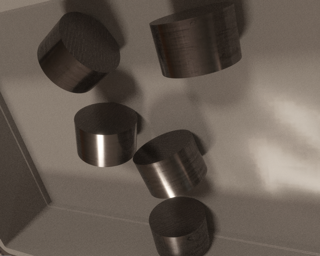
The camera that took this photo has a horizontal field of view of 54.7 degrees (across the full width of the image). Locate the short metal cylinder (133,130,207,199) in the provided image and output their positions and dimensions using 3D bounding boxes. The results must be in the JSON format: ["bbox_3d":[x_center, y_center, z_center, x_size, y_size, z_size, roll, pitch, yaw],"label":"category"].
[{"bbox_3d":[0.013,0.044,0.392,0.080,0.080,0.050,-13,112,33],"label":"short metal cylinder"}]

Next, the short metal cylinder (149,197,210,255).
[{"bbox_3d":[0.029,0.145,0.447,0.080,0.080,0.050,2,119,27],"label":"short metal cylinder"}]

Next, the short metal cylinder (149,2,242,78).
[{"bbox_3d":[0.035,-0.086,0.301,0.080,0.080,0.050,-1,118,28],"label":"short metal cylinder"}]

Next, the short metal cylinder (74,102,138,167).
[{"bbox_3d":[-0.071,0.007,0.413,0.080,0.080,0.050,17,125,18],"label":"short metal cylinder"}]

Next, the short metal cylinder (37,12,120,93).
[{"bbox_3d":[-0.095,-0.088,0.367,0.050,0.080,0.080,-30,102,37],"label":"short metal cylinder"}]
